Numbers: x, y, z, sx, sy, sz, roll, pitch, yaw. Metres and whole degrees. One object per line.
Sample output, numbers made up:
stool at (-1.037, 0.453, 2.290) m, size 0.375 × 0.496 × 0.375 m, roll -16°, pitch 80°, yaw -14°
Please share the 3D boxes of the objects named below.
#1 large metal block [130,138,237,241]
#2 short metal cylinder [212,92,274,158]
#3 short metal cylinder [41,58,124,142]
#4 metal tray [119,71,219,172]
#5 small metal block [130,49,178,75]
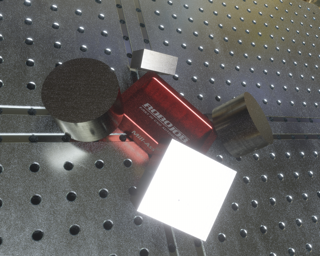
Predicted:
large metal block at (0.024, 0.065, 0.343) m, size 0.080 × 0.050 × 0.080 m, roll 28°, pitch 83°, yaw -11°
short metal cylinder at (0.117, -0.004, 0.438) m, size 0.080 × 0.050 × 0.080 m, roll 38°, pitch 37°, yaw -35°
short metal cylinder at (-0.083, -0.031, 0.347) m, size 0.081 × 0.050 × 0.080 m, roll 0°, pitch 65°, yaw 0°
metal tray at (0.007, -0.007, 0.412) m, size 0.130 × 0.030 × 0.090 m, roll 41°, pitch 51°, yaw 0°
small metal block at (-0.010, -0.093, 0.440) m, size 0.050 × 0.050 × 0.025 m, roll 8°, pitch 96°, yaw -24°
